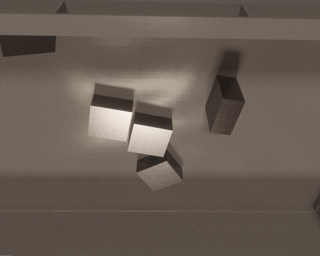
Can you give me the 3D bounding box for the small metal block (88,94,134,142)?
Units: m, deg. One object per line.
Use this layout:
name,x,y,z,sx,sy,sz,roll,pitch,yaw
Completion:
small metal block,-0.064,-0.012,0.398,0.050,0.025,0.050,9,130,-9

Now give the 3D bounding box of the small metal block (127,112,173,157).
small metal block,-0.014,0.009,0.417,0.050,0.025,0.050,10,129,-9

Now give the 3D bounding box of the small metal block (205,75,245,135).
small metal block,0.076,-0.028,0.370,0.025,0.050,0.050,8,130,-7

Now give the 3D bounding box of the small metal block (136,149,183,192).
small metal block,0.000,0.064,0.464,0.050,0.025,0.050,-24,127,18

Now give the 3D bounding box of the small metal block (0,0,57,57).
small metal block,-0.130,-0.097,0.301,0.050,0.025,0.050,-13,160,-26
